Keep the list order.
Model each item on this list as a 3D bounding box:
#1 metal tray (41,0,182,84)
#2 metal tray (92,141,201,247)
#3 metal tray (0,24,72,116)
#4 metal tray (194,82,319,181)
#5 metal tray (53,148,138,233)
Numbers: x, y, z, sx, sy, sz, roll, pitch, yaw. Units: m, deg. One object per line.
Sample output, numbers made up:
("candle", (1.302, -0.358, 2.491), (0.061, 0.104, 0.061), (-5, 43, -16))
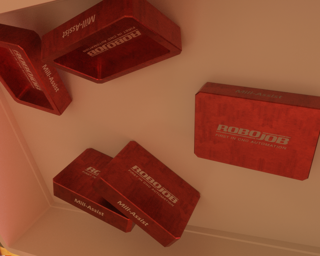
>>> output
("metal tray", (-0.054, -0.091, 0.339), (0.130, 0.090, 0.030), (-13, 72, 33))
("metal tray", (-0.016, 0.087, 0.428), (0.130, 0.090, 0.030), (39, 129, 2))
("metal tray", (-0.185, -0.077, 0.424), (0.090, 0.030, 0.129), (16, 147, 19))
("metal tray", (0.106, 0.002, 0.351), (0.130, 0.030, 0.089), (11, 123, 22))
("metal tray", (-0.079, 0.088, 0.462), (0.130, 0.090, 0.030), (22, 127, 14))
